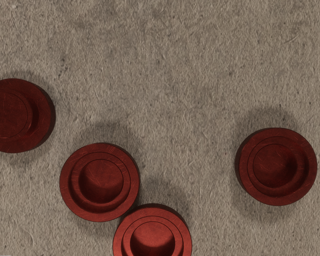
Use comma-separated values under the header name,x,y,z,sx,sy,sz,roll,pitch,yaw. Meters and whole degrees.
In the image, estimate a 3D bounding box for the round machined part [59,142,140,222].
name,x,y,z,sx,sy,sz,roll,pitch,yaw
round machined part,-0.074,0.067,0.401,0.099,0.042,0.097,0,90,-1

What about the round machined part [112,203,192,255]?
name,x,y,z,sx,sy,sz,roll,pitch,yaw
round machined part,-0.009,0.146,0.402,0.099,0.042,0.097,0,90,-1

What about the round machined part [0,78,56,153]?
name,x,y,z,sx,sy,sz,roll,pitch,yaw
round machined part,-0.190,-0.016,0.399,0.099,0.042,0.097,0,90,-1

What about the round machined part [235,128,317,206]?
name,x,y,z,sx,sy,sz,roll,pitch,yaw
round machined part,0.146,0.048,0.404,0.099,0.042,0.097,0,90,-1
